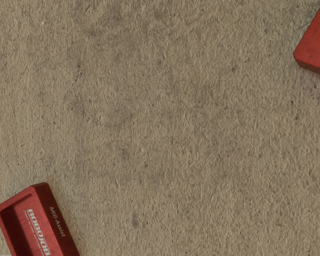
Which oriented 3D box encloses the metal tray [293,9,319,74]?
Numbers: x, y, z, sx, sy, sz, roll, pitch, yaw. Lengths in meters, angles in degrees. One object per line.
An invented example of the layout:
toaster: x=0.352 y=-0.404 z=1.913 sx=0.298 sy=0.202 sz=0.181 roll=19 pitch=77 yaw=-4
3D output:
metal tray: x=0.218 y=-0.084 z=0.310 sx=0.130 sy=0.030 sz=0.090 roll=34 pitch=101 yaw=33

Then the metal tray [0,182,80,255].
metal tray: x=-0.189 y=0.161 z=0.473 sx=0.090 sy=0.030 sz=0.130 roll=-30 pitch=80 yaw=17
